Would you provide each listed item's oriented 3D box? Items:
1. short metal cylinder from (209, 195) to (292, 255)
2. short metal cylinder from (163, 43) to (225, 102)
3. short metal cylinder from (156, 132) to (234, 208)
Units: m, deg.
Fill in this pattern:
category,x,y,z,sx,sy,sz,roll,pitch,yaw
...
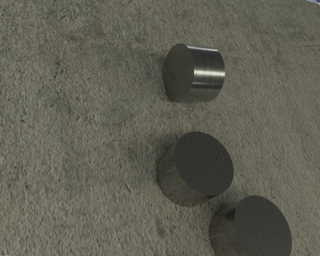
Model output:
category,x,y,z,sx,sy,sz,roll,pitch,yaw
short metal cylinder,0.106,0.126,0.368,0.081,0.050,0.080,14,56,-21
short metal cylinder,0.046,-0.077,0.440,0.050,0.080,0.080,-2,63,-29
short metal cylinder,0.042,0.051,0.379,0.081,0.050,0.080,14,56,-21
